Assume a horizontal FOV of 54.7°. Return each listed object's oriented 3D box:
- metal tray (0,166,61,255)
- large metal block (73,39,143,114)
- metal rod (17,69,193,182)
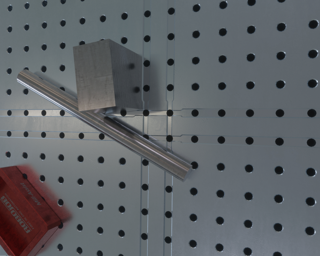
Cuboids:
[{"bbox_3d":[-0.229,0.135,0.490,0.130,0.030,0.090,44,103,14],"label":"metal tray"},{"bbox_3d":[-0.065,-0.062,0.406,0.050,0.080,0.080,-6,88,20],"label":"large metal block"},{"bbox_3d":[-0.089,-0.011,0.443,0.301,0.025,0.025,29,100,17],"label":"metal rod"}]
